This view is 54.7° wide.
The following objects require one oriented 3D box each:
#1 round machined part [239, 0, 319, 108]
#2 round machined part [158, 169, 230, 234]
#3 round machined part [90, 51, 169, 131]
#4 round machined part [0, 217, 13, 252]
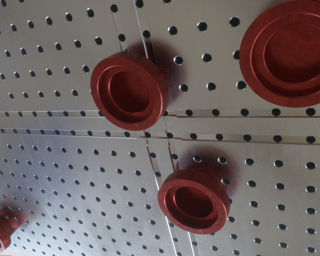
[{"bbox_3d":[0.128,-0.072,0.288,0.098,0.042,0.097,13,124,20],"label":"round machined part"},{"bbox_3d":[0.050,0.098,0.433,0.098,0.042,0.097,13,124,20],"label":"round machined part"},{"bbox_3d":[-0.034,-0.048,0.387,0.098,0.042,0.097,13,124,20],"label":"round machined part"},{"bbox_3d":[-0.408,0.257,0.770,0.098,0.042,0.097,13,124,20],"label":"round machined part"}]
